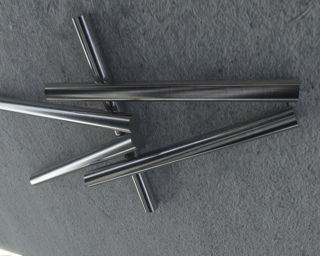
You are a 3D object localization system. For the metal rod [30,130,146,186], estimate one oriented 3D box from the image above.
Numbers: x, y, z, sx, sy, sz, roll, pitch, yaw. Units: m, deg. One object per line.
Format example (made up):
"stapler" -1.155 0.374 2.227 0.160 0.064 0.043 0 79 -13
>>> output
"metal rod" -0.132 0.056 0.492 0.299 0.025 0.025 -22 107 41

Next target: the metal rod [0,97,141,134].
"metal rod" -0.160 -0.025 0.457 0.300 0.025 0.025 9 122 30

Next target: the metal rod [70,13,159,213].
"metal rod" -0.055 -0.005 0.433 0.025 0.025 0.298 -3 117 29

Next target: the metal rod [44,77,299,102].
"metal rod" -0.003 -0.043 0.361 0.301 0.025 0.025 2 120 19

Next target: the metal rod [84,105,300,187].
"metal rod" 0.019 0.032 0.397 0.300 0.025 0.025 -20 108 28
